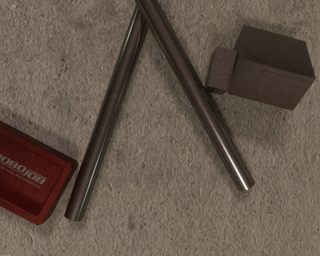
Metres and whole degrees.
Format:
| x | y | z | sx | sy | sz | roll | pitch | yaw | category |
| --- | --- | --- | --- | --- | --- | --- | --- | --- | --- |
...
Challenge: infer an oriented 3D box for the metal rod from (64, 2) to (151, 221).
| x | y | z | sx | sy | sz | roll | pitch | yaw | category |
| --- | --- | --- | --- | --- | --- | --- | --- | --- | --- |
| -0.066 | -0.023 | 0.409 | 0.025 | 0.025 | 0.298 | 19 | 90 | -1 | metal rod |

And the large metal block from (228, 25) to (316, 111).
| x | y | z | sx | sy | sz | roll | pitch | yaw | category |
| --- | --- | --- | --- | --- | --- | --- | --- | --- | --- |
| 0.132 | -0.075 | 0.379 | 0.080 | 0.050 | 0.080 | 15 | 46 | -1 | large metal block |

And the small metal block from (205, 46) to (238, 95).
| x | y | z | sx | sy | sz | roll | pitch | yaw | category |
| --- | --- | --- | --- | --- | --- | --- | --- | --- | --- |
| 0.076 | -0.072 | 0.398 | 0.025 | 0.050 | 0.050 | 13 | 90 | 1 | small metal block |

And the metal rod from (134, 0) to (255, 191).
| x | y | z | sx | sy | sz | roll | pitch | yaw | category |
| --- | --- | --- | --- | --- | --- | --- | --- | --- | --- |
| 0.042 | -0.053 | 0.396 | 0.025 | 0.025 | 0.299 | -29 | 96 | 0 | metal rod |

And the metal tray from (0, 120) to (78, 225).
| x | y | z | sx | sy | sz | roll | pitch | yaw | category |
| --- | --- | --- | --- | --- | --- | --- | --- | --- | --- |
| -0.187 | 0.055 | 0.404 | 0.130 | 0.030 | 0.090 | 28 | 90 | -1 | metal tray |
